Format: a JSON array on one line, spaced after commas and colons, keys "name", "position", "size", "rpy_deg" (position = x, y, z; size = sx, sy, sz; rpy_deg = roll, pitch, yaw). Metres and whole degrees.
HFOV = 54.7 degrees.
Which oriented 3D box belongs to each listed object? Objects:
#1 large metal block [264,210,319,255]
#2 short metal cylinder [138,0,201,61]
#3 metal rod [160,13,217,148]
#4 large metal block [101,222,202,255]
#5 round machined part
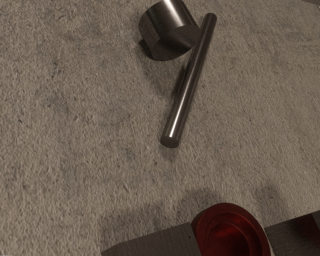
[{"name": "large metal block", "position": [0.189, 0.149, 0.382], "size": [0.050, 0.080, 0.080], "rpy_deg": [-4, 64, -31]}, {"name": "short metal cylinder", "position": [0.014, -0.146, 0.467], "size": [0.081, 0.080, 0.050], "rpy_deg": [-14, 69, -34]}, {"name": "metal rod", "position": [0.054, -0.093, 0.491], "size": [0.025, 0.025, 0.300], "rpy_deg": [29, 52, -11]}, {"name": "large metal block", "position": [-0.002, 0.146, 0.299], "size": [0.081, 0.050, 0.080], "rpy_deg": [-6, 65, -31]}, {"name": "round machined part", "position": [0.072, 0.138, 0.349], "size": [0.099, 0.042, 0.098], "rpy_deg": [14, 56, -21]}]
